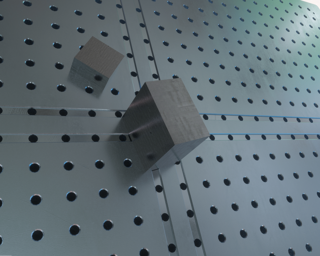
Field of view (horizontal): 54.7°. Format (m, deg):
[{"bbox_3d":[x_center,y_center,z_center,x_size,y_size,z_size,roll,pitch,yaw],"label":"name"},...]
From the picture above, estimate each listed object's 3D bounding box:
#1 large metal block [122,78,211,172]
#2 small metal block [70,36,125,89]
[{"bbox_3d":[0.003,-0.003,0.376,0.050,0.080,0.080,-12,68,-33],"label":"large metal block"},{"bbox_3d":[-0.083,-0.088,0.417,0.050,0.025,0.050,31,52,-9],"label":"small metal block"}]
